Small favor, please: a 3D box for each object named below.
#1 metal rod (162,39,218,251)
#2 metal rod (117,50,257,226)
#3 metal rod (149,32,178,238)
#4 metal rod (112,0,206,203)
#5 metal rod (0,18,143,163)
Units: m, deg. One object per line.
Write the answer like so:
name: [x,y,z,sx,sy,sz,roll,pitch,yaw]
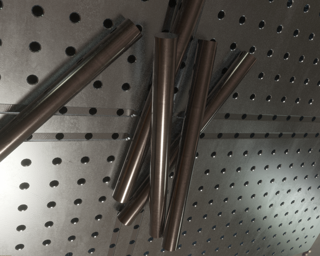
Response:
metal rod: [0.037,0.034,0.421,0.025,0.025,0.298,0,108,-29]
metal rod: [0.034,0.021,0.444,0.025,0.025,0.299,29,102,-38]
metal rod: [0.000,0.031,0.398,0.025,0.025,0.298,-12,124,-22]
metal rod: [-0.006,-0.031,0.390,0.025,0.025,0.298,7,115,-32]
metal rod: [-0.139,-0.008,0.330,0.300,0.025,0.025,-42,130,0]
